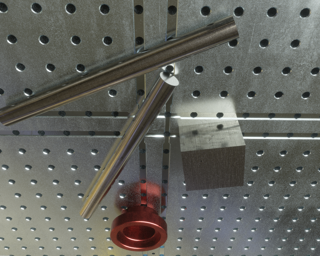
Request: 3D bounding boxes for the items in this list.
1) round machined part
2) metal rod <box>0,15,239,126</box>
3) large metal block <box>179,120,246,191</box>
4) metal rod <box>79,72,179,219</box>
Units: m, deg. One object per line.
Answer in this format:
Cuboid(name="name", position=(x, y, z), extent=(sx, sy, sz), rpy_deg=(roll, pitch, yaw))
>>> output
Cuboid(name="round machined part", position=(-0.036, 0.175, 0.549), extent=(0.099, 0.042, 0.097), rpy_deg=(-1, 130, 0))
Cuboid(name="metal rod", position=(-0.060, -0.060, 0.359), extent=(0.301, 0.025, 0.025), rpy_deg=(-18, 128, 14))
Cuboid(name="large metal block", position=(0.071, 0.039, 0.430), extent=(0.080, 0.050, 0.080), rpy_deg=(-6, 130, 5))
Cuboid(name="metal rod", position=(-0.058, 0.043, 0.447), extent=(0.025, 0.025, 0.298), rpy_deg=(21, 127, -18))
